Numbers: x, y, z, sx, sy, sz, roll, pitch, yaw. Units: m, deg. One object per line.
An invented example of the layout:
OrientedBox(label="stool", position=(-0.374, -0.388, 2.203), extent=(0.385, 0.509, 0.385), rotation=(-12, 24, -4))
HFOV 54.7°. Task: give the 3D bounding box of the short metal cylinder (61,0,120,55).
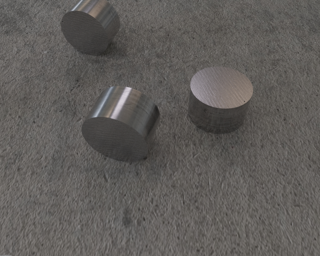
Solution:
OrientedBox(label="short metal cylinder", position=(-0.112, -0.167, 0.507), extent=(0.080, 0.080, 0.050), rotation=(13, 51, 11))

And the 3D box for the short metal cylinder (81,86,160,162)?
OrientedBox(label="short metal cylinder", position=(-0.045, -0.003, 0.370), extent=(0.080, 0.080, 0.050), rotation=(12, 51, 10))

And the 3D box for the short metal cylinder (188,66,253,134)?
OrientedBox(label="short metal cylinder", position=(0.080, -0.038, 0.420), extent=(0.080, 0.050, 0.080), rotation=(0, 50, 0))
